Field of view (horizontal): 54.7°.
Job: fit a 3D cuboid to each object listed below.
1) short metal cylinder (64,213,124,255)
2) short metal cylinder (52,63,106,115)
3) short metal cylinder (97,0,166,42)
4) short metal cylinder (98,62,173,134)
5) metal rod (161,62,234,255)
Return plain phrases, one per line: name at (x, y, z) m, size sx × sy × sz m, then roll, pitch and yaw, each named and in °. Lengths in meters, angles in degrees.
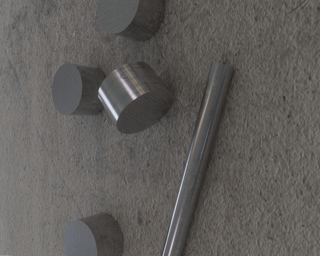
short metal cylinder at (-0.101, 0.175, 0.472) m, size 0.080 × 0.050 × 0.079 m, roll 0°, pitch 90°, yaw 40°
short metal cylinder at (-0.127, -0.060, 0.494) m, size 0.080 × 0.050 × 0.079 m, roll 0°, pitch 90°, yaw 40°
short metal cylinder at (-0.039, -0.163, 0.421) m, size 0.080 × 0.050 × 0.079 m, roll 0°, pitch 90°, yaw 40°
short metal cylinder at (-0.031, -0.037, 0.395) m, size 0.080 × 0.081 × 0.050 m, roll -50°, pitch 61°, yaw 28°
metal rod at (0.036, 0.071, 0.375) m, size 0.025 × 0.025 × 0.298 m, roll 22°, pitch 104°, yaw 38°
